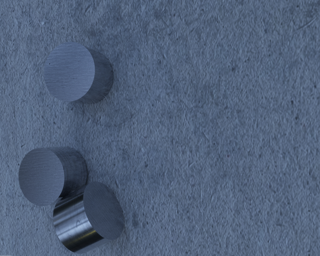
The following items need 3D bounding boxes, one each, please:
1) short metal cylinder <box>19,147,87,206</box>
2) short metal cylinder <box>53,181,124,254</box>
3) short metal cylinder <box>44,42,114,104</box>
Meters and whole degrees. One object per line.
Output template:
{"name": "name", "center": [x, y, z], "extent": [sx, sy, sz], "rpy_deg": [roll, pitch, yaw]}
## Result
{"name": "short metal cylinder", "center": [-0.154, 0.068, 0.448], "extent": [0.080, 0.050, 0.080], "rpy_deg": [-1, 88, 22]}
{"name": "short metal cylinder", "center": [-0.093, 0.118, 0.413], "extent": [0.050, 0.080, 0.080], "rpy_deg": [-29, 81, 17]}
{"name": "short metal cylinder", "center": [-0.113, -0.075, 0.436], "extent": [0.080, 0.050, 0.080], "rpy_deg": [0, 90, 20]}
